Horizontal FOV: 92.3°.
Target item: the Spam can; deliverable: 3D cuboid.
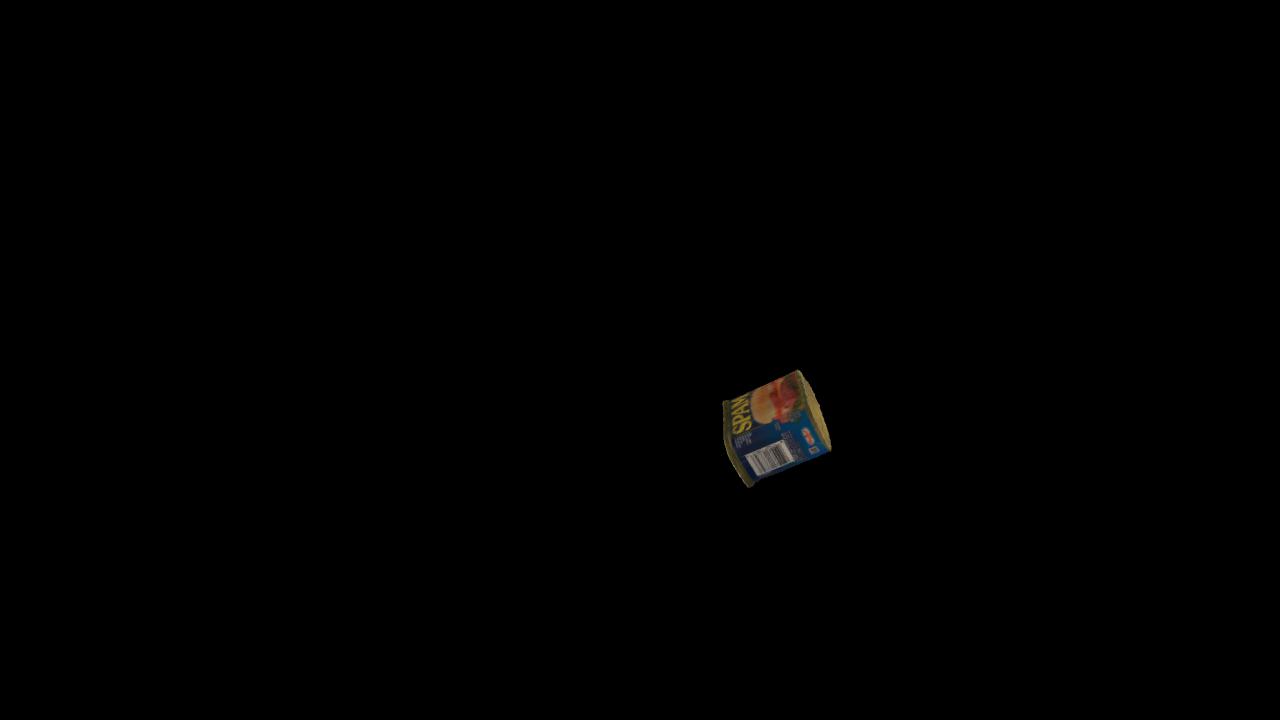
[{"bbox_3d":[0.130,0.063,0.591,0.085,0.058,0.101,-26,20,18],"label":"Spam can"}]
